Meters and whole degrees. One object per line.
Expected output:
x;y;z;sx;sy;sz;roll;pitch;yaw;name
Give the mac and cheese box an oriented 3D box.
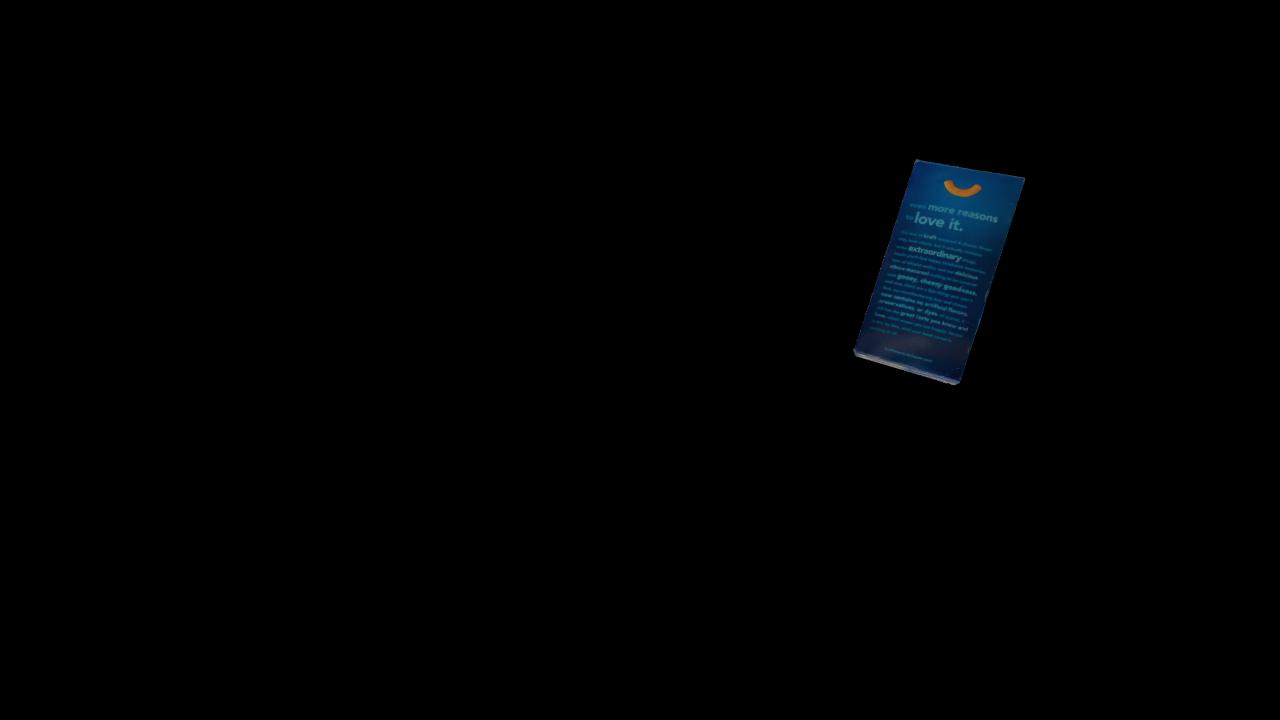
0.265;-0.079;0.553;0.093;0.184;0.041;18;0;23;mac and cheese box
